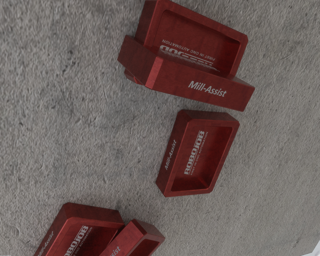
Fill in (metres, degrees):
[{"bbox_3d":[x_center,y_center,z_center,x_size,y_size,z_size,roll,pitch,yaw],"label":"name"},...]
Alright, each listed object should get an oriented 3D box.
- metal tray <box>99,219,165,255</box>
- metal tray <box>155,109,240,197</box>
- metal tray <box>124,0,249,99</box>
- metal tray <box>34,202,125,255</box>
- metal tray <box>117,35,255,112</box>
[{"bbox_3d":[-0.058,0.201,0.466,0.130,0.030,0.090,-47,150,-5],"label":"metal tray"},{"bbox_3d":[0.054,0.039,0.457,0.091,0.030,0.129,2,117,-30],"label":"metal tray"},{"bbox_3d":[0.033,-0.083,0.359,0.131,0.030,0.089,11,104,-32],"label":"metal tray"},{"bbox_3d":[-0.120,0.171,0.443,0.091,0.030,0.129,22,107,-36],"label":"metal tray"},{"bbox_3d":[0.029,-0.060,0.342,0.131,0.090,0.030,10,113,-33],"label":"metal tray"}]
